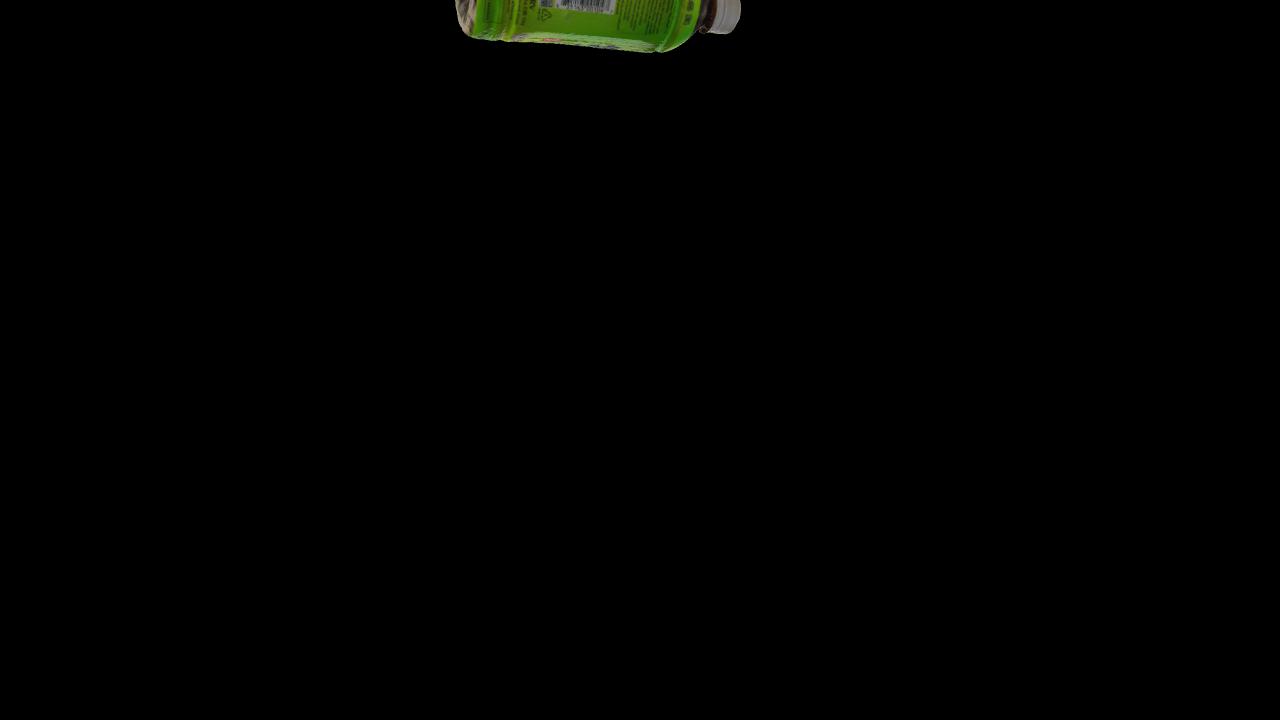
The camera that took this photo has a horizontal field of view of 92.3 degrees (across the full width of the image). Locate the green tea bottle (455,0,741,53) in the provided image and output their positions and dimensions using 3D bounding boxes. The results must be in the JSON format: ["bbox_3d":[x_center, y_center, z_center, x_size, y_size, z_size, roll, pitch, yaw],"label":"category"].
[{"bbox_3d":[-0.022,-0.262,0.445,0.212,0.073,0.073,-6,3,-24],"label":"green tea bottle"}]
